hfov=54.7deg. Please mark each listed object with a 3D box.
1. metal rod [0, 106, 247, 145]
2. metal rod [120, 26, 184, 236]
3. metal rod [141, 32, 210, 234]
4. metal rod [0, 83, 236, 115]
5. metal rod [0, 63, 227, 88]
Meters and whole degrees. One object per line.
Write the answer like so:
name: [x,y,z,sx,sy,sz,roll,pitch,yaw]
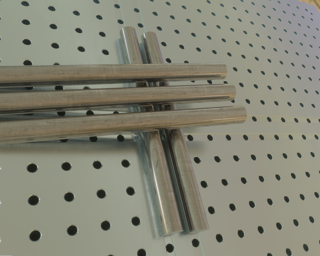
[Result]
metal rod: [-0.029,-0.007,0.371,0.303,0.025,0.025,-5,64,-21]
metal rod: [-0.017,-0.014,0.409,0.025,0.025,0.299,1,61,-28]
metal rod: [0.014,-0.011,0.424,0.025,0.025,0.299,1,61,-28]
metal rod: [-0.038,-0.038,0.386,0.303,0.025,0.025,-5,64,-22]
metal rod: [-0.047,-0.070,0.400,0.303,0.025,0.025,-6,65,-22]
